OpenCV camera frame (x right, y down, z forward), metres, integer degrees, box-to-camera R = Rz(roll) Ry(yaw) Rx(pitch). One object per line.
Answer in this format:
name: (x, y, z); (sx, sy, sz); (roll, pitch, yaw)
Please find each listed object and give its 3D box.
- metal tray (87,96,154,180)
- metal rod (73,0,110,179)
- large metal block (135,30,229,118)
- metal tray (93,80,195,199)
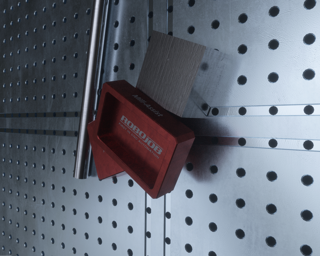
metal tray: (-0.047, 0.016, 0.445); (0.130, 0.030, 0.090); (-25, 75, 37)
metal rod: (-0.111, -0.065, 0.501); (0.025, 0.025, 0.298); (14, 99, 39)
large metal block: (0.024, -0.064, 0.373); (0.080, 0.050, 0.079); (30, 108, 36)
metal tray: (-0.027, 0.010, 0.375); (0.130, 0.030, 0.089); (39, 126, 30)
